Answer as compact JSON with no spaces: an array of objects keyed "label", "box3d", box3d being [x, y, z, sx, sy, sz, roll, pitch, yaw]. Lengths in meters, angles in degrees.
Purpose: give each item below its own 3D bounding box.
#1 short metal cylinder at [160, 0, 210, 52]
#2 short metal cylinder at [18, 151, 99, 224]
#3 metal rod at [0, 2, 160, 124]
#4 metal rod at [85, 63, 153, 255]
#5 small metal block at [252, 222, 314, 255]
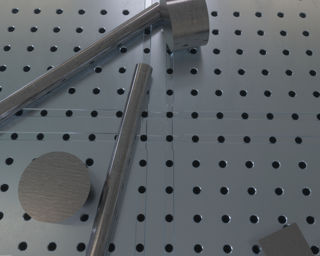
[{"label":"short metal cylinder","box3d":[0.033,-0.152,0.438,0.050,0.080,0.080,-13,71,-5]},{"label":"short metal cylinder","box3d":[-0.119,0.073,0.371,0.081,0.050,0.080,0,70,0]},{"label":"metal rod","box3d":[-0.118,-0.095,0.445,0.301,0.025,0.025,-37,74,-13]},{"label":"metal rod","box3d":[-0.053,0.052,0.392,0.025,0.025,0.299,11,70,4]},{"label":"small metal block","box3d":[0.145,0.144,0.360,0.050,0.025,0.050,-22,72,-8]}]
